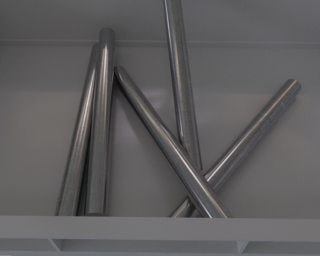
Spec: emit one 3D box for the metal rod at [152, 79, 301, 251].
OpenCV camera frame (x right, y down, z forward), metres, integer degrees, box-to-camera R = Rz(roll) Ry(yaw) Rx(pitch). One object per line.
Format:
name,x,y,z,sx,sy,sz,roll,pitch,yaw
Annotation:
metal rod,0.099,0.026,0.383,0.025,0.025,0.301,33,57,24

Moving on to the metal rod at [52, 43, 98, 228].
metal rod,-0.099,-0.016,0.417,0.025,0.025,0.300,0,50,0

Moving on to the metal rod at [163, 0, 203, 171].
metal rod,0.024,-0.092,0.403,0.025,0.025,0.299,-4,75,-4

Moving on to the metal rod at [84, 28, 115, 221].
metal rod,-0.076,-0.029,0.412,0.025,0.025,0.300,-2,55,-2

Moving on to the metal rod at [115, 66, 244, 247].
metal rod,0.000,0.007,0.377,0.025,0.025,0.300,-20,47,-16
